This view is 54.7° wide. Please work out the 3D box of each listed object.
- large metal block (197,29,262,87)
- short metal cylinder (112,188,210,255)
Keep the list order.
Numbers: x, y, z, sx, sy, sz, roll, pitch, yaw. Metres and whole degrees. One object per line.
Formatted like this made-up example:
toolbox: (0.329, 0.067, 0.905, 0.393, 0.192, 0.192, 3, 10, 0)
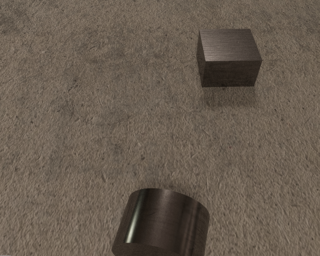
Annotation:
large metal block: (0.103, -0.109, 0.480, 0.081, 0.050, 0.080, -1, 50, -2)
short metal cylinder: (0.002, 0.098, 0.285, 0.080, 0.080, 0.050, 11, 51, 8)
